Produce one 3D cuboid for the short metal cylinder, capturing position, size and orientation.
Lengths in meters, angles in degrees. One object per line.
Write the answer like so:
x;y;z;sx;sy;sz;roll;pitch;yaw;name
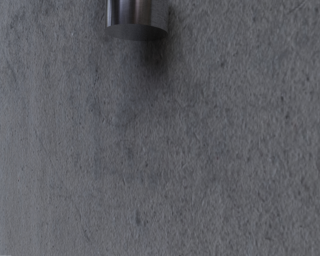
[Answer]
-0.029;-0.145;0.391;0.080;0.081;0.050;4;93;39;short metal cylinder
